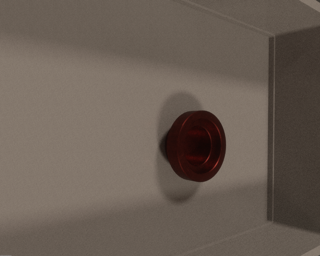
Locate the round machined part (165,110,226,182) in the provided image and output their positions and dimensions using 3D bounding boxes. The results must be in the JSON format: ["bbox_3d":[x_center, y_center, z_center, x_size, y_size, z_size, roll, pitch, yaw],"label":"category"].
[{"bbox_3d":[0.046,0.024,0.436,0.099,0.042,0.097,0,90,-40],"label":"round machined part"}]
